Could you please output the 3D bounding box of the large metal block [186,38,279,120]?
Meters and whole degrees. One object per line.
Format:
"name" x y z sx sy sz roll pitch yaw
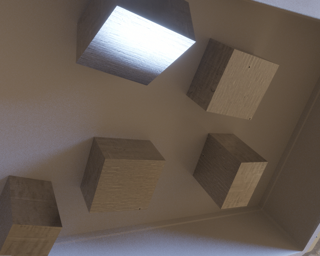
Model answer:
"large metal block" 0.094 -0.062 0.405 0.081 0.050 0.079 8 114 -32

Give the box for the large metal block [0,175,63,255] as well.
"large metal block" -0.159 0.114 0.357 0.050 0.080 0.080 18 109 -35

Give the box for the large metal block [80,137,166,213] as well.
"large metal block" -0.050 0.061 0.403 0.081 0.050 0.079 6 116 -31

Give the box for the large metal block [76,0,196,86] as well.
"large metal block" -0.026 -0.092 0.297 0.081 0.050 0.080 13 148 -34

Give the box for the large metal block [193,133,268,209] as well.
"large metal block" 0.102 0.062 0.467 0.050 0.080 0.079 2 117 -30
